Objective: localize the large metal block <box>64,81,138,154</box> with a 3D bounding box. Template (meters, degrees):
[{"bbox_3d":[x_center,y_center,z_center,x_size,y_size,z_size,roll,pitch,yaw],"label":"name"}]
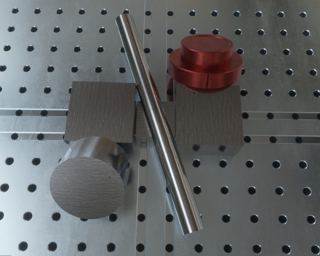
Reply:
[{"bbox_3d":[-0.072,-0.013,0.403,0.081,0.050,0.080,2,70,0],"label":"large metal block"}]

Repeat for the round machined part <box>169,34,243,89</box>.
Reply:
[{"bbox_3d":[0.061,-0.094,0.411,0.099,0.042,0.098,1,35,0],"label":"round machined part"}]

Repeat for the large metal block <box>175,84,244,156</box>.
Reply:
[{"bbox_3d":[0.060,-0.009,0.403,0.081,0.050,0.080,1,70,0],"label":"large metal block"}]

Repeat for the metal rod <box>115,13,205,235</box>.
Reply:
[{"bbox_3d":[-0.007,-0.020,0.391,0.025,0.025,0.299,-16,71,-6],"label":"metal rod"}]

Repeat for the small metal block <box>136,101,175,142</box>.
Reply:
[{"bbox_3d":[-0.006,-0.008,0.415,0.050,0.025,0.050,1,70,0],"label":"small metal block"}]

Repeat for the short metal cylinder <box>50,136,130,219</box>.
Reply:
[{"bbox_3d":[-0.077,0.056,0.355,0.080,0.050,0.079,0,113,1],"label":"short metal cylinder"}]
